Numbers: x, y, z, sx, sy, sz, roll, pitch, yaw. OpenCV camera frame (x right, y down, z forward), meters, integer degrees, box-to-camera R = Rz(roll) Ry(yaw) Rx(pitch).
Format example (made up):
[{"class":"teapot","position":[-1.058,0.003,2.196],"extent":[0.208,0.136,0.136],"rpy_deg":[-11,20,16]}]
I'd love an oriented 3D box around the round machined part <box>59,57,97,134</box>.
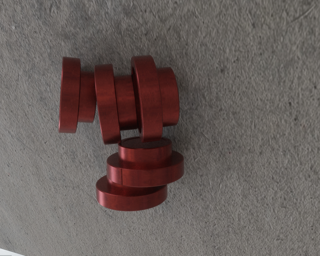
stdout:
[{"class":"round machined part","position":[-0.107,-0.041,0.404],"extent":[0.042,0.098,0.097],"rpy_deg":[3,129,-18]}]

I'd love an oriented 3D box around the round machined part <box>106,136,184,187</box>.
[{"class":"round machined part","position":[-0.019,0.037,0.396],"extent":[0.098,0.099,0.042],"rpy_deg":[5,103,26]}]

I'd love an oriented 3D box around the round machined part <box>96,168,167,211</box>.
[{"class":"round machined part","position":[-0.039,0.074,0.430],"extent":[0.098,0.099,0.042],"rpy_deg":[5,103,25]}]

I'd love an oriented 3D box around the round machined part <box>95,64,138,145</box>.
[{"class":"round machined part","position":[-0.052,-0.030,0.381],"extent":[0.042,0.098,0.097],"rpy_deg":[-7,121,-7]}]

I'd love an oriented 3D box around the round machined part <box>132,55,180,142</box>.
[{"class":"round machined part","position":[-0.006,-0.034,0.354],"extent":[0.042,0.098,0.097],"rpy_deg":[-7,121,-8]}]
